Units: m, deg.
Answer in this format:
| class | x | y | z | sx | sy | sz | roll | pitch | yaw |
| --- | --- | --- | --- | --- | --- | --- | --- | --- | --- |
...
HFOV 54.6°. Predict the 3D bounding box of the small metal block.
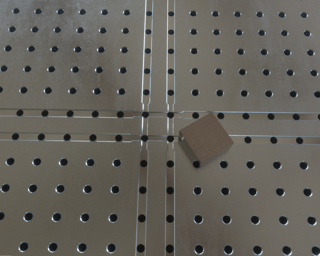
| class | x | y | z | sx | sy | sz | roll | pitch | yaw |
| --- | --- | --- | --- | --- | --- | --- | --- | --- | --- |
| small metal block | 0.060 | 0.015 | 0.407 | 0.050 | 0.025 | 0.050 | -30 | 73 | -10 |
